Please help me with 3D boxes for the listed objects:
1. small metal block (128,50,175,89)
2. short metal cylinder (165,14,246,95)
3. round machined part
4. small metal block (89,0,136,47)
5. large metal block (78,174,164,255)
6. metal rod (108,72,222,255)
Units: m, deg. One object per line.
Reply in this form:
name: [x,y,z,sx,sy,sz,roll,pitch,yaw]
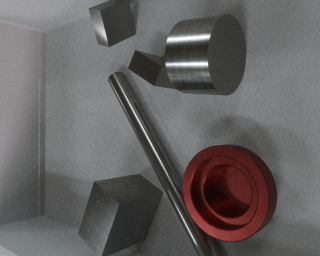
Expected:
small metal block: [-0.003,-0.073,0.391,0.050,0.050,0.025,38,113,33]
short metal cylinder: [0.050,-0.076,0.328,0.050,0.081,0.079,8,95,39]
round machined part: [0.076,0.066,0.332,0.098,0.042,0.097,0,90,39]
small metal block: [-0.065,-0.147,0.429,0.025,0.050,0.050,25,138,37]
large metal block: [-0.051,0.113,0.411,0.050,0.081,0.079,31,109,35]
metal rod: [0.002,0.047,0.402,0.025,0.025,0.299,-43,64,31]
